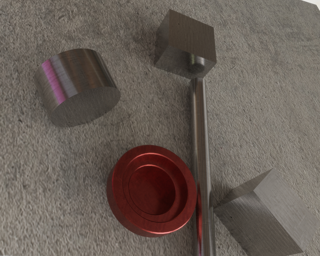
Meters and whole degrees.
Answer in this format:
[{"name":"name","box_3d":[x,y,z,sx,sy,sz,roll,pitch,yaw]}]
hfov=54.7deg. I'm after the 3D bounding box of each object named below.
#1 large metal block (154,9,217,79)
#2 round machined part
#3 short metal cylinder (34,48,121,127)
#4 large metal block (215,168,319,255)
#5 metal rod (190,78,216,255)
[{"name":"large metal block","box_3d":[0.039,-0.129,0.490,0.081,0.050,0.080,15,55,-20]},{"name":"round machined part","box_3d":[-0.012,0.071,0.344,0.099,0.042,0.098,14,56,-21]},{"name":"short metal cylinder","box_3d":[-0.091,-0.043,0.346,0.081,0.080,0.050,-17,71,-35]},{"name":"large metal block","box_3d":[0.125,0.106,0.373,0.050,0.080,0.080,-32,80,-38]},{"name":"metal rod","box_3d":[0.053,0.057,0.399,0.025,0.025,0.299,16,55,-20]}]
